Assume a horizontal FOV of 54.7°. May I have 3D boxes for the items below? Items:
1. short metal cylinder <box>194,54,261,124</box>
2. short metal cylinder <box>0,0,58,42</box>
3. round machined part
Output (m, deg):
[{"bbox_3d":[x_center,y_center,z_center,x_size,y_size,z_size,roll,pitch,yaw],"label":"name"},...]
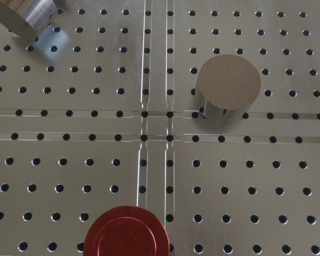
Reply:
[{"bbox_3d":[0.088,-0.051,0.418,0.081,0.050,0.080,0,70,0],"label":"short metal cylinder"},{"bbox_3d":[-0.196,-0.170,0.443,0.080,0.080,0.050,26,72,9],"label":"short metal cylinder"},{"bbox_3d":[-0.038,0.138,0.352,0.099,0.042,0.098,0,70,0],"label":"round machined part"}]
